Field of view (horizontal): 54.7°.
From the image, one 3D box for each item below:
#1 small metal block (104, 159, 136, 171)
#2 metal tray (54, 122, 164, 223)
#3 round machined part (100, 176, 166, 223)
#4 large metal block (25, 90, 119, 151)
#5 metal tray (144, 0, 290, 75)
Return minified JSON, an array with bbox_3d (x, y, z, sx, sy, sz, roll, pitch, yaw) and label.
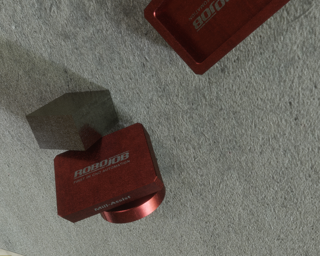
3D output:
[{"bbox_3d":[-0.053,0.039,0.441,0.050,0.050,0.025,-6,125,31],"label":"small metal block"},{"bbox_3d":[-0.070,0.057,0.402,0.130,0.090,0.030,-22,145,5],"label":"metal tray"},{"bbox_3d":[-0.045,0.083,0.434,0.098,0.098,0.042,-2,118,29],"label":"round machined part"},{"bbox_3d":[-0.117,-0.012,0.425,0.080,0.080,0.050,0,118,28],"label":"large metal block"},{"bbox_3d":[0.056,-0.124,0.296,0.090,0.030,0.129,47,129,-5],"label":"metal tray"}]
